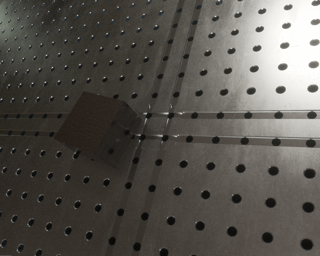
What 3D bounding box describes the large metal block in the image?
[{"bbox_3d":[-0.086,0.001,0.435,0.080,0.050,0.080,16,70,34],"label":"large metal block"}]
